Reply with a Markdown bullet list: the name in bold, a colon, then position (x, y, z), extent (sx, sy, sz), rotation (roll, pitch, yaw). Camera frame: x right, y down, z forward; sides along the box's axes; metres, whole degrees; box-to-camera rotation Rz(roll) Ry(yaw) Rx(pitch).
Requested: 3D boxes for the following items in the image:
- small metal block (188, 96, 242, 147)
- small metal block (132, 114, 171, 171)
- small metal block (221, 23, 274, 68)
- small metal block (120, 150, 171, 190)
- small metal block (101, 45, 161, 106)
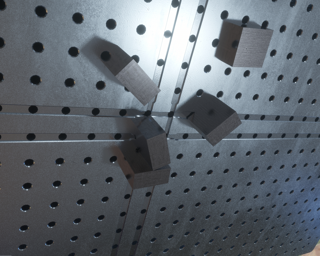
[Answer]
- **small metal block**: position (0.075, -0.010, 0.429), extent (0.050, 0.050, 0.025), rotation (-39, 129, -2)
- **small metal block**: position (-0.011, 0.018, 0.399), extent (0.025, 0.050, 0.050), rotation (-21, 127, -16)
- **small metal block**: position (0.114, -0.108, 0.406), extent (0.050, 0.025, 0.050), rotation (-4, 121, -26)
- **small metal block**: position (-0.021, 0.053, 0.416), extent (0.050, 0.050, 0.025), rotation (-6, 121, -26)
- **small metal block**: position (-0.032, -0.058, 0.341), extent (0.025, 0.050, 0.050), rotation (-43, 129, 2)
